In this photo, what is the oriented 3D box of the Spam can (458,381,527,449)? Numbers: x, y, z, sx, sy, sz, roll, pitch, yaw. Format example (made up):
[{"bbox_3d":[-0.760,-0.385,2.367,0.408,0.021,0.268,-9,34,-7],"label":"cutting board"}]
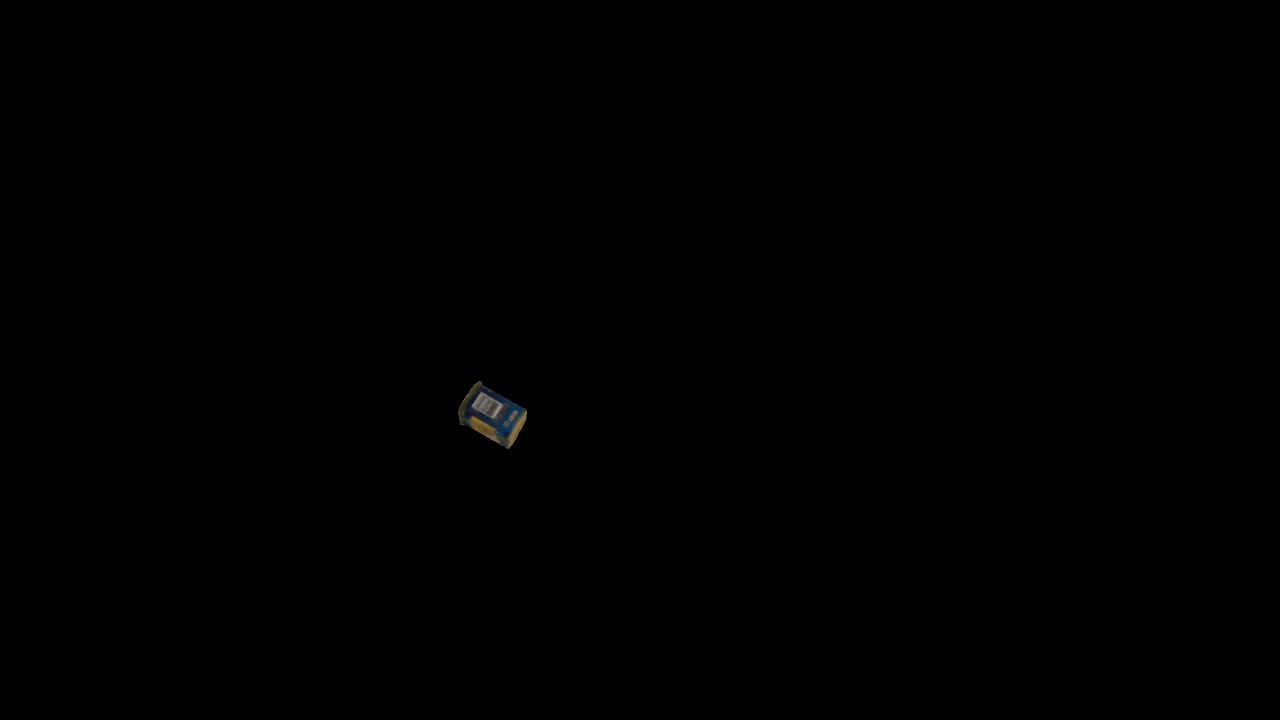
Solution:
[{"bbox_3d":[-0.222,0.086,0.932,0.085,0.058,0.101,30,-23,-1],"label":"Spam can"}]
